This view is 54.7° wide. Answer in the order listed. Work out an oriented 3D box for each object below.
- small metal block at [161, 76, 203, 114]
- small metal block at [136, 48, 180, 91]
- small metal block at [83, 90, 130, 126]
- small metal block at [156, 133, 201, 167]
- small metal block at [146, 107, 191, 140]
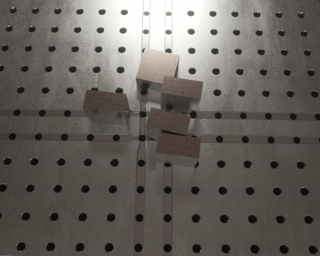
[{"bbox_3d":[0.028,-0.043,0.415,0.050,0.050,0.025,9,71,3],"label":"small metal block"},{"bbox_3d":[-0.003,-0.081,0.441,0.050,0.025,0.050,13,70,4],"label":"small metal block"},{"bbox_3d":[-0.069,-0.025,0.407,0.050,0.050,0.025,6,70,2],"label":"small metal block"},{"bbox_3d":[0.022,0.029,0.388,0.050,0.050,0.025,8,70,2],"label":"small metal block"},{"bbox_3d":[0.010,0.000,0.399,0.050,0.050,0.025,14,71,4],"label":"small metal block"}]
